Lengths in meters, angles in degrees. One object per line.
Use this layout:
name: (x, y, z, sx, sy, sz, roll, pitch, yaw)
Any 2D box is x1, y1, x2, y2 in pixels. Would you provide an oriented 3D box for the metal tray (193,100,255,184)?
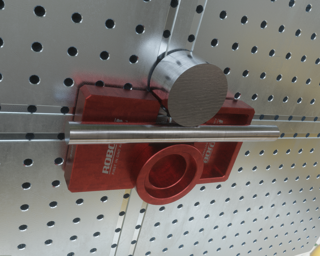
metal tray: (0.077, 0.022, 0.459, 0.091, 0.030, 0.129, 1, 118, -29)

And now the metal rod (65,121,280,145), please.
metal rod: (0.037, 0.006, 0.391, 0.303, 0.025, 0.025, 0, 118, -29)

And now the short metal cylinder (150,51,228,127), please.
short metal cylinder: (0.035, -0.048, 0.379, 0.081, 0.050, 0.079, -14, 124, -21)

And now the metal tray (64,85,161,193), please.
metal tray: (-0.060, 0.016, 0.379, 0.091, 0.030, 0.129, 3, 117, -30)

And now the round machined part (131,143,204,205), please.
round machined part: (0.007, 0.053, 0.420, 0.099, 0.042, 0.097, -14, 124, -21)
